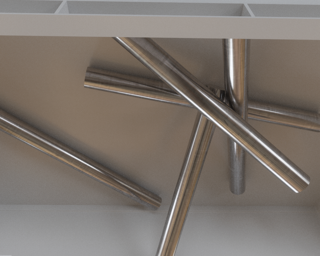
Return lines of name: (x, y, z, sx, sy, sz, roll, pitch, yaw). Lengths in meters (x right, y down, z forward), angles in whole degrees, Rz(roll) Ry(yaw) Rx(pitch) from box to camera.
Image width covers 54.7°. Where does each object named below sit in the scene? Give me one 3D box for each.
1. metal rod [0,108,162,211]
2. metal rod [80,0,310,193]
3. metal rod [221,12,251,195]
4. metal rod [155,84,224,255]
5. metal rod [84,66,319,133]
metal rod: (-0.117, 0.049, 0.449, 0.301, 0.025, 0.025, 34, 122, -26)
metal rod: (0.045, -0.031, 0.327, 0.300, 0.025, 0.025, 39, 121, -9)
metal rod: (0.094, 0.001, 0.379, 0.025, 0.025, 0.299, -9, 139, 7)
metal rod: (0.028, 0.091, 0.396, 0.025, 0.025, 0.298, 11, 109, -10)
metal rod: (0.062, -0.033, 0.381, 0.302, 0.025, 0.025, 10, 129, -9)
